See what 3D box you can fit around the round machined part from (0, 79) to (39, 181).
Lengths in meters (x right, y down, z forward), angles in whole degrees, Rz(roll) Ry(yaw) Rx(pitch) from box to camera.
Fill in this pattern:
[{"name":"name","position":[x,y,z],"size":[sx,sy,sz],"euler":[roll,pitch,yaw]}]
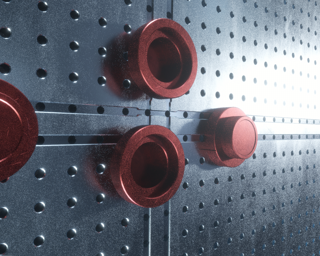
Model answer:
[{"name":"round machined part","position":[-0.155,0.002,0.268],"size":[0.099,0.042,0.097],"euler":[0,90,-40]}]

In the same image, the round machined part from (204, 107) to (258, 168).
[{"name":"round machined part","position":[0.120,0.015,0.497],"size":[0.099,0.042,0.097],"euler":[0,90,-40]}]

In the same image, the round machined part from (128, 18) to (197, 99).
[{"name":"round machined part","position":[-0.001,-0.085,0.396],"size":[0.099,0.042,0.097],"euler":[0,90,-40]}]

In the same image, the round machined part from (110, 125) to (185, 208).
[{"name":"round machined part","position":[-0.019,0.045,0.381],"size":[0.099,0.042,0.097],"euler":[0,90,-40]}]
